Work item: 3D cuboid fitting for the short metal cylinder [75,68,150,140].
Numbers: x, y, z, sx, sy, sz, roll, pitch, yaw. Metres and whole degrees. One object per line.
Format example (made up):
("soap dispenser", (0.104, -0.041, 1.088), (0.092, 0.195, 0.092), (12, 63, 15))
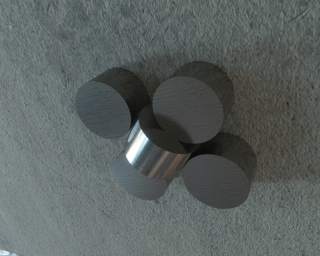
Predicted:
("short metal cylinder", (-0.061, -0.032, 0.402), (0.080, 0.050, 0.079), (13, 124, 20))

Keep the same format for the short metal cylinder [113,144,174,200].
("short metal cylinder", (-0.018, 0.053, 0.432), (0.080, 0.050, 0.079), (13, 124, 20))

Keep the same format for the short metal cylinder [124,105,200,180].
("short metal cylinder", (0.003, 0.016, 0.380), (0.080, 0.080, 0.050), (34, 129, 5))

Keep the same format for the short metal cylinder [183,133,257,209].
("short metal cylinder", (0.075, 0.052, 0.383), (0.080, 0.050, 0.079), (13, 124, 20))

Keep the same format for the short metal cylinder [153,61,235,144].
("short metal cylinder", (0.039, -0.029, 0.350), (0.080, 0.050, 0.079), (13, 124, 20))
